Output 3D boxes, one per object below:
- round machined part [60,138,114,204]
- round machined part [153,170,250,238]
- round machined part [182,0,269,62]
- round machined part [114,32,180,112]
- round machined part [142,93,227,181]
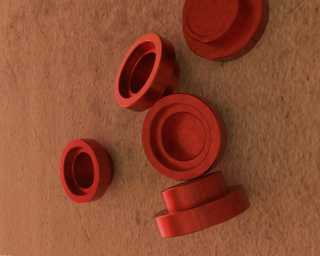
[{"bbox_3d":[-0.110,0.065,0.482,0.098,0.042,0.097,0,90,39],"label":"round machined part"},{"bbox_3d":[0.039,0.075,0.322,0.098,0.099,0.042,-26,79,37],"label":"round machined part"},{"bbox_3d":[0.064,-0.124,0.340,0.098,0.042,0.097,0,90,39],"label":"round machined part"},{"bbox_3d":[-0.013,-0.065,0.388,0.098,0.042,0.098,-29,50,42],"label":"round machined part"},{"bbox_3d":[0.031,0.009,0.360,0.098,0.042,0.097,1,93,30],"label":"round machined part"}]
